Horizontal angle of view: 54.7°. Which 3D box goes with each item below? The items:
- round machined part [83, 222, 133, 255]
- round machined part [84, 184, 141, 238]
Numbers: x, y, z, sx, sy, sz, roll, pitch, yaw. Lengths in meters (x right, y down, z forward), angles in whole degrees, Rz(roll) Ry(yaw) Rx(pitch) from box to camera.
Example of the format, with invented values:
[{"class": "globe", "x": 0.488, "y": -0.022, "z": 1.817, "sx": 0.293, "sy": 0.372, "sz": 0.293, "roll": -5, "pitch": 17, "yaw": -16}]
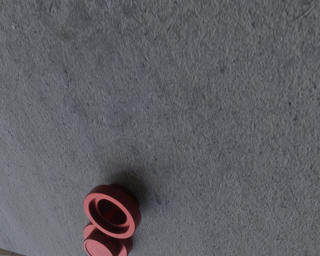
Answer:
[{"class": "round machined part", "x": -0.105, "y": 0.220, "z": 0.588, "sx": 0.098, "sy": 0.042, "sz": 0.097, "roll": 13, "pitch": 124, "yaw": 21}, {"class": "round machined part", "x": -0.074, "y": 0.133, "z": 0.518, "sx": 0.098, "sy": 0.042, "sz": 0.097, "roll": 13, "pitch": 124, "yaw": 21}]
